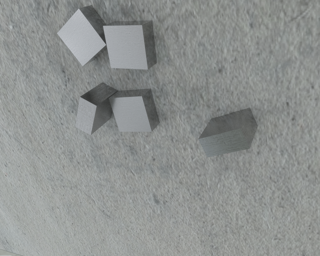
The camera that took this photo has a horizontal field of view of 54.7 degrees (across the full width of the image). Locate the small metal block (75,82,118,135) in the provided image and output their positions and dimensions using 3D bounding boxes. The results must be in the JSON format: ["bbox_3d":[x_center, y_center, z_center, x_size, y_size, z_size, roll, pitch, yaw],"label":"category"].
[{"bbox_3d":[-0.085,-0.026,0.418,0.025,0.050,0.050,28,128,10],"label":"small metal block"}]

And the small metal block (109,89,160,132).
[{"bbox_3d":[-0.033,-0.023,0.409,0.050,0.025,0.050,0,118,28],"label":"small metal block"}]

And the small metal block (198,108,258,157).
[{"bbox_3d":[0.078,0.005,0.352,0.050,0.050,0.025,-17,110,34],"label":"small metal block"}]

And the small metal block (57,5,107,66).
[{"bbox_3d":[-0.090,-0.113,0.382,0.050,0.025,0.050,-29,103,37],"label":"small metal block"}]

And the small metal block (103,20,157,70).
[{"bbox_3d":[-0.034,-0.097,0.363,0.050,0.025,0.050,7,122,24],"label":"small metal block"}]
